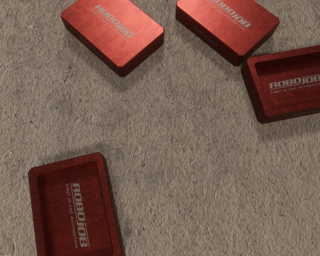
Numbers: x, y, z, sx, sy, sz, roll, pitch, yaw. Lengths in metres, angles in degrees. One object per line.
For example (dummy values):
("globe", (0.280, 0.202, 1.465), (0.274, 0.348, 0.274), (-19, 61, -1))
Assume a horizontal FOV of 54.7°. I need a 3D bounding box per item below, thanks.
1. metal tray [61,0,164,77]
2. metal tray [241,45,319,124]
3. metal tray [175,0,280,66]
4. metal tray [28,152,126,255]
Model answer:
("metal tray", (-0.069, -0.147, 0.458), (0.130, 0.030, 0.090), (43, 75, 13))
("metal tray", (0.190, -0.063, 0.430), (0.131, 0.030, 0.090), (-11, 70, -5))
("metal tray", (0.099, -0.165, 0.467), (0.090, 0.030, 0.130), (-43, 76, -14))
("metal tray", (-0.099, 0.102, 0.366), (0.091, 0.030, 0.130), (-13, 71, -5))
